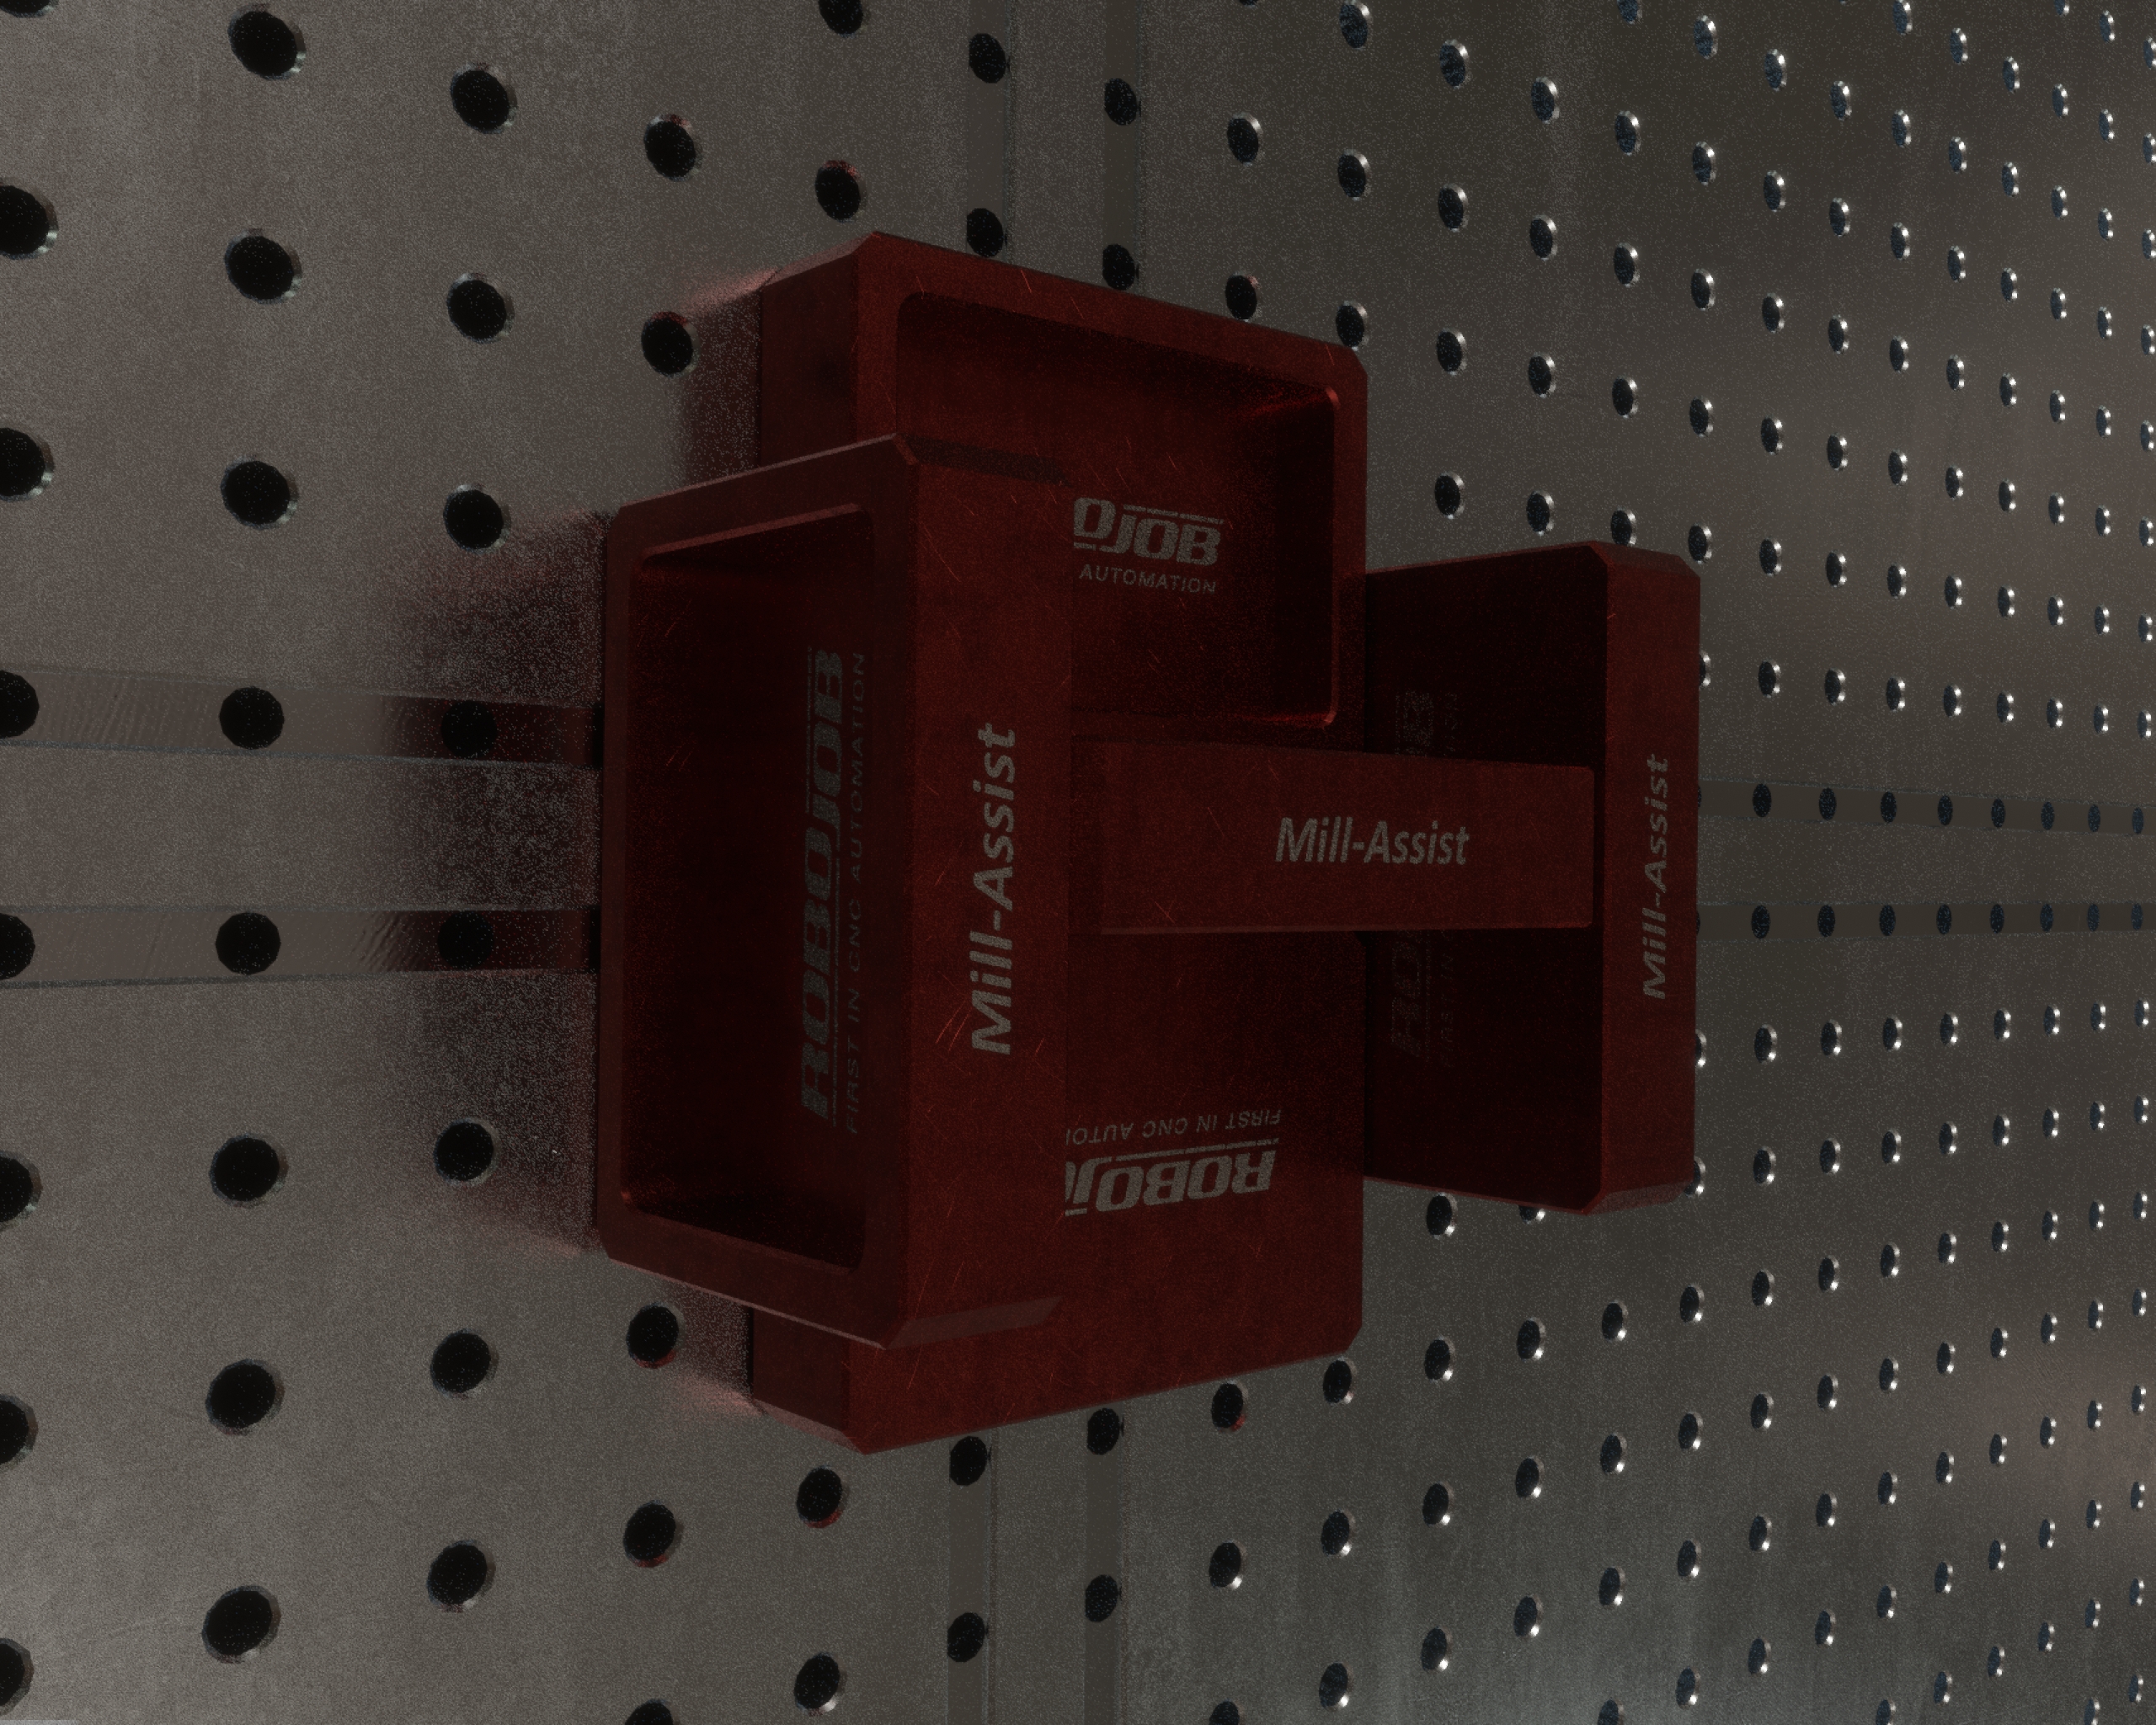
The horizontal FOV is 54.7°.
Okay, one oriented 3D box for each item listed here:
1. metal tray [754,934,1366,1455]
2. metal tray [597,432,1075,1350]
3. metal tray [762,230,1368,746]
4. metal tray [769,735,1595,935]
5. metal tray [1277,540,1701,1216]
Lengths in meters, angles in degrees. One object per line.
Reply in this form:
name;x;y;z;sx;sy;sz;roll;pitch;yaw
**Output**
metal tray;0.001;0.057;0.407;0.131;0.030;0.089;1;90;-40
metal tray;-0.041;0.004;0.333;0.030;0.090;0.129;1;89;-40
metal tray;0.002;-0.064;0.409;0.131;0.030;0.089;1;90;-40
metal tray;0.021;-0.004;0.384;0.131;0.090;0.030;1;90;-40
metal tray;0.083;0.003;0.438;0.030;0.090;0.129;1;89;-40
